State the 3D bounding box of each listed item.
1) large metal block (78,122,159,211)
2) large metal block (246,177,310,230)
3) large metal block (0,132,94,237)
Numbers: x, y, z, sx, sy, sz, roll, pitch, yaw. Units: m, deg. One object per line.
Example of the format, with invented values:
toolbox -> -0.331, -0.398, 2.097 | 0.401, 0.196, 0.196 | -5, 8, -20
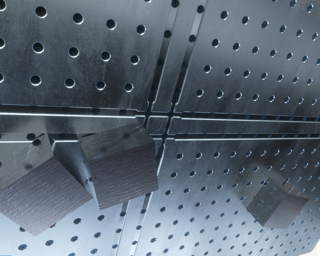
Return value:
large metal block -> -0.051, 0.047, 0.396 | 0.081, 0.050, 0.080 | -17, 125, -19
large metal block -> 0.233, 0.151, 0.614 | 0.080, 0.050, 0.080 | 18, 109, -35
large metal block -> -0.138, 0.066, 0.360 | 0.080, 0.050, 0.080 | -34, 129, -6
